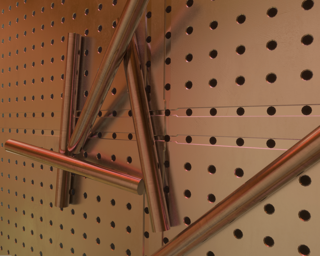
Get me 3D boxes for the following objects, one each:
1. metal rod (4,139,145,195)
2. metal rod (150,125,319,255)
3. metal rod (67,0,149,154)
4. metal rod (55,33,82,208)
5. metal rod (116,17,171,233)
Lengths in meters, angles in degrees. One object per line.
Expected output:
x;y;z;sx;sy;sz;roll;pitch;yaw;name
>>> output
-0.152;0.057;0.503;0.300;0.025;0.025;11;97;30;metal rod
0.067;0.101;0.352;0.299;0.025;0.025;-47;62;29;metal rod
-0.080;-0.072;0.446;0.025;0.025;0.298;51;127;27;metal rod
-0.159;-0.011;0.537;0.025;0.025;0.298;9;96;39;metal rod
-0.025;-0.012;0.427;0.025;0.025;0.298;-17;79;38;metal rod
